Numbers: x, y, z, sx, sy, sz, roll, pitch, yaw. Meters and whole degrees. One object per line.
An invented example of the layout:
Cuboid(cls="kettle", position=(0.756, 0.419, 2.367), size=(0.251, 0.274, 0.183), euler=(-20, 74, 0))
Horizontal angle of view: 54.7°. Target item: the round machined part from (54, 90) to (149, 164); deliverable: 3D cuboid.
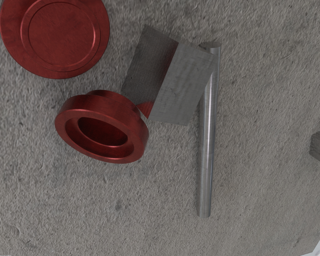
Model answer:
Cuboid(cls="round machined part", position=(-0.059, -0.004, 0.339), size=(0.098, 0.042, 0.098), euler=(11, 146, 8))

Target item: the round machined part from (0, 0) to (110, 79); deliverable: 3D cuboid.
Cuboid(cls="round machined part", position=(-0.094, -0.091, 0.288), size=(0.099, 0.042, 0.097), euler=(-14, 124, -21))

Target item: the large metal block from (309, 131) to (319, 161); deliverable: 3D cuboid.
Cuboid(cls="large metal block", position=(0.346, 0.036, 0.583), size=(0.081, 0.080, 0.050), euler=(-24, 127, -14))

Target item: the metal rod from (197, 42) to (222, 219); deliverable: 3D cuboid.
Cuboid(cls="metal rod", position=(0.069, 0.023, 0.458), size=(0.025, 0.025, 0.298), euler=(-16, 125, -19))

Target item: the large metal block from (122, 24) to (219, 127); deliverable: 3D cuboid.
Cuboid(cls="large metal block", position=(0.007, -0.059, 0.339), size=(0.050, 0.080, 0.079), euler=(10, 113, -33))
